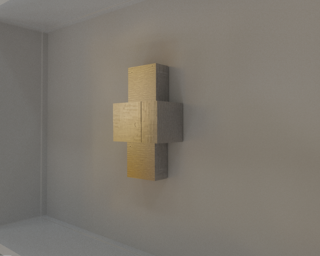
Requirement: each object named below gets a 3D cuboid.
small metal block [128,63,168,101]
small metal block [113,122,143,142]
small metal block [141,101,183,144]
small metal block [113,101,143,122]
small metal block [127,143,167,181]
[{"bbox_3d":[-0.016,-0.058,0.418,0.050,0.025,0.050,0,90,40],"label":"small metal block"},{"bbox_3d":[-0.026,0.005,0.410,0.050,0.050,0.025,0,90,40],"label":"small metal block"},{"bbox_3d":[0.003,-0.007,0.386,0.025,0.050,0.050,0,90,40],"label":"small metal block"},{"bbox_3d":[-0.026,-0.020,0.410,0.050,0.050,0.025,0,90,40],"label":"small metal block"},{"bbox_3d":[-0.018,0.043,0.419,0.050,0.025,0.050,0,90,40],"label":"small metal block"}]
